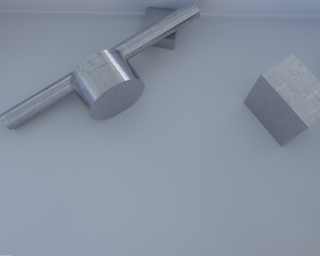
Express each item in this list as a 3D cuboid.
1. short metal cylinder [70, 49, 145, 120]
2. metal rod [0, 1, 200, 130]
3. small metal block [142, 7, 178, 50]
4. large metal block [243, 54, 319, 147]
[{"bbox_3d":[-0.067,-0.055,0.400,0.080,0.080,0.050,-32,74,-11],"label":"short metal cylinder"},{"bbox_3d":[-0.077,-0.088,0.424,0.301,0.025,0.025,-32,74,-5],"label":"metal rod"},{"bbox_3d":[0.001,-0.149,0.464,0.050,0.025,0.050,10,70,3],"label":"small metal block"},{"bbox_3d":[0.161,-0.032,0.394,0.050,0.080,0.080,-33,74,-11],"label":"large metal block"}]
